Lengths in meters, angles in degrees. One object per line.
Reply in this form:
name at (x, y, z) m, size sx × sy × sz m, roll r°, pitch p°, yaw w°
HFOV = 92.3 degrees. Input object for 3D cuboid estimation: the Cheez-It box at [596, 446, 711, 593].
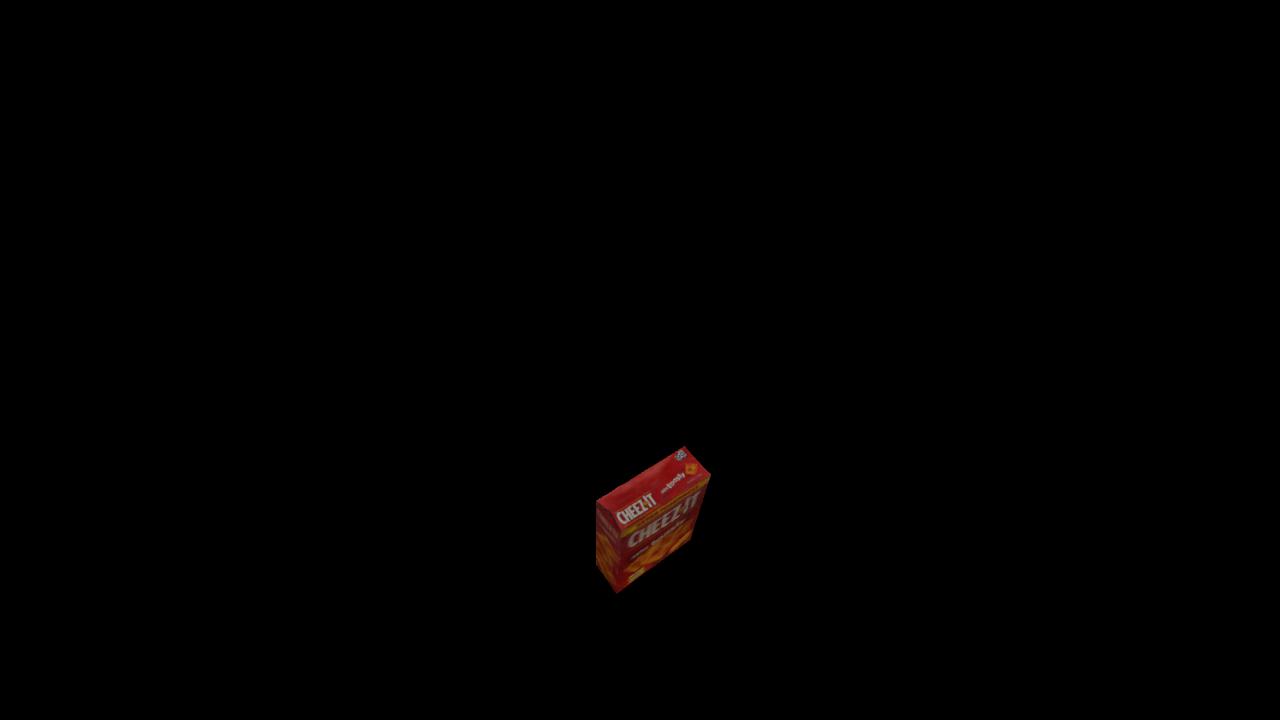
Cheez-It box at (0.015, 0.251, 0.959) m, size 0.166 × 0.223 × 0.071 m, roll -28°, pitch 56°, yaw -27°
